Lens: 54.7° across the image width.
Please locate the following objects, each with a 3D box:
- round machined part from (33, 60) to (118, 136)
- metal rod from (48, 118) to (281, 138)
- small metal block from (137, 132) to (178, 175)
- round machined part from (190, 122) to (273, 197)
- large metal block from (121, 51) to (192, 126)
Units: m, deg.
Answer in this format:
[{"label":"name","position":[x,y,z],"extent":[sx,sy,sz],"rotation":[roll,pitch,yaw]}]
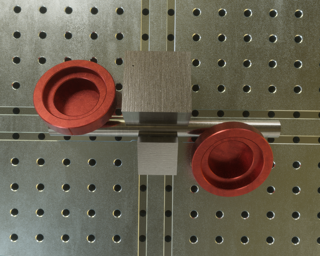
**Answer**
[{"label":"round machined part","position":[-0.103,-0.034,0.391],"extent":[0.099,0.042,0.098],"rotation":[0,64,0]},{"label":"metal rod","position":[0.006,0.000,0.414],"extent":[0.302,0.025,0.025],"rotation":[1,90,0]},{"label":"small metal block","position":[-0.003,0.034,0.403],"extent":[0.050,0.025,0.050],"rotation":[1,119,0]},{"label":"round machined part","position":[0.088,0.036,0.393],"extent":[0.099,0.042,0.097],"rotation":[0,115,0]},{"label":"large metal block","position":[-0.003,-0.049,0.389],"extent":[0.081,0.050,0.080],"rotation":[1,72,0]}]
